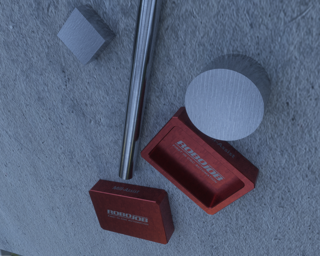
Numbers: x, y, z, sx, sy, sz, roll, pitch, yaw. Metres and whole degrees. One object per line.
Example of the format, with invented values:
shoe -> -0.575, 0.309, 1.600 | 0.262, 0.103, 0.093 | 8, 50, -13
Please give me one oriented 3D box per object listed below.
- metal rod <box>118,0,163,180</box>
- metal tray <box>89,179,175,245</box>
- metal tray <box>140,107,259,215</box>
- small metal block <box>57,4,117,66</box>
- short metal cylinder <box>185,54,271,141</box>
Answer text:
metal rod -> -0.028, -0.049, 0.389 | 0.025, 0.025, 0.298 | 22, 127, 14
metal tray -> -0.047, 0.137, 0.511 | 0.130, 0.030, 0.089 | 4, 120, 26
metal tray -> 0.049, 0.046, 0.404 | 0.130, 0.030, 0.090 | 41, 129, -1
small metal block -> -0.091, -0.114, 0.382 | 0.050, 0.025, 0.050 | 49, 128, -7
short metal cylinder -> 0.073, -0.033, 0.331 | 0.080, 0.050, 0.079 | 13, 124, 20
